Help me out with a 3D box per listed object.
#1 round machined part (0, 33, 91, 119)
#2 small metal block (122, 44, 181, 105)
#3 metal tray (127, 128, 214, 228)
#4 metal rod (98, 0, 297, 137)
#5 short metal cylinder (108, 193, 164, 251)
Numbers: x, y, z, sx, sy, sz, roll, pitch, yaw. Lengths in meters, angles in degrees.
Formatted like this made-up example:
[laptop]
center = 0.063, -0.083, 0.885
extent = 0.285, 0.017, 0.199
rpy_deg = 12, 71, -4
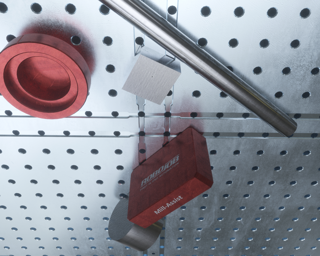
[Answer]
[round machined part]
center = -0.127, -0.060, 0.347
extent = 0.099, 0.042, 0.097
rpy_deg = 0, 130, 0
[small metal block]
center = -0.010, -0.061, 0.360
extent = 0.050, 0.025, 0.050
rpy_deg = 22, 127, -18
[metal tray]
center = 0.010, 0.069, 0.427
extent = 0.030, 0.090, 0.130
rpy_deg = 35, 122, -26
[metal rod]
center = 0.054, -0.070, 0.353
extent = 0.301, 0.025, 0.025
rpy_deg = 31, 123, -24
[short metal cylinder]
center = -0.039, 0.152, 0.505
extent = 0.050, 0.080, 0.080
rpy_deg = 36, 121, -27
